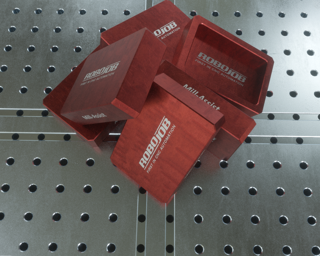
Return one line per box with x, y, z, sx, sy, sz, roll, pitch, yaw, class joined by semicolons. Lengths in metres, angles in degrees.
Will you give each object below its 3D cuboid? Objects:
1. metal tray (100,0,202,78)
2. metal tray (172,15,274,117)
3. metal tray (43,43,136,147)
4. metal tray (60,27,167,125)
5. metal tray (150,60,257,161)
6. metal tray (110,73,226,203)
-0.006;-0.118;0.433;0.131;0.030;0.090;-38;77;-27;metal tray
0.084;-0.079;0.413;0.131;0.030;0.090;24;71;-15;metal tray
-0.081;-0.050;0.427;0.090;0.030;0.130;37;74;11;metal tray
-0.057;-0.052;0.350;0.030;0.130;0.090;34;67;-33;metal tray
0.045;-0.018;0.383;0.130;0.090;0.030;37;74;12;metal tray
0.003;0.015;0.355;0.090;0.129;0.030;37;35;12;metal tray
